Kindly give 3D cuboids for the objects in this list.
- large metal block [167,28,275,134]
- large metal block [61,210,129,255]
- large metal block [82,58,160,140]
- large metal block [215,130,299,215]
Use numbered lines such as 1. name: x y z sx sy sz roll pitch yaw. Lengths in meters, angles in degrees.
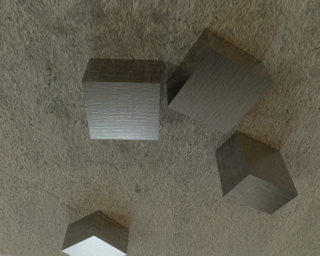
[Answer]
1. large metal block: 0.064 -0.050 0.348 0.080 0.050 0.080 24 126 -19
2. large metal block: -0.115 0.203 0.562 0.080 0.050 0.080 -31 124 23
3. large metal block: -0.041 -0.033 0.362 0.081 0.050 0.079 1 130 -1
4. large metal block: 0.128 0.060 0.424 0.080 0.080 0.050 24 126 -19
